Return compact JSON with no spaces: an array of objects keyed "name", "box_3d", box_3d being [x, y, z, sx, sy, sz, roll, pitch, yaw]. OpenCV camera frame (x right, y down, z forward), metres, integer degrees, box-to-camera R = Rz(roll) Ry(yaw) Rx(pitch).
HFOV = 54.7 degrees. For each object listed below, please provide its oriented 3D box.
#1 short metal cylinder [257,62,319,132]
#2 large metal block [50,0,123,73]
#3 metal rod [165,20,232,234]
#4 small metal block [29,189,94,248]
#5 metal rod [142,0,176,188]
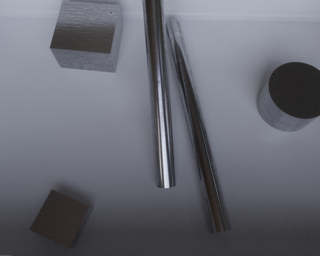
[{"name":"short metal cylinder","box_3d":[0.177,-0.040,0.413,0.081,0.050,0.080,0,70,0]},{"name":"large metal block","box_3d":[-0.101,-0.130,0.443,0.080,0.050,0.080,6,70,2]},{"name":"metal rod","box_3d":[0.045,-0.016,0.415,0.025,0.025,0.299,-10,70,-4]},{"name":"small metal block","box_3d":[-0.116,0.108,0.369,0.050,0.025,0.050,22,71,7]},{"name":"metal rod","box_3d":[-0.003,-0.077,0.373,0.025,0.025,0.298,-4,95,-2]}]
